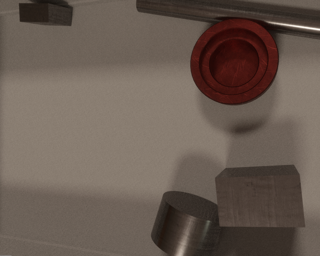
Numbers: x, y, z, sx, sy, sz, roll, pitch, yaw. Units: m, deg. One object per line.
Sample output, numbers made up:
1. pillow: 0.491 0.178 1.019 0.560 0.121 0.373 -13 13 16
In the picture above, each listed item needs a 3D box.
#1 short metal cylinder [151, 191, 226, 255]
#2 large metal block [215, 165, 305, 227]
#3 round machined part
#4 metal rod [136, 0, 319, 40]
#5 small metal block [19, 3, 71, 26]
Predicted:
1. short metal cylinder: 0.035 0.115 0.368 0.080 0.080 0.050 18 96 18
2. large metal block: 0.110 0.072 0.342 0.080 0.080 0.050 -6 88 19
3. round machined part: 0.089 -0.076 0.370 0.098 0.042 0.097 0 90 19
4. metal rod: 0.111 -0.131 0.371 0.301 0.025 0.025 16 95 18
5. small metal block: -0.166 -0.165 0.452 0.050 0.050 0.025 8 104 19
